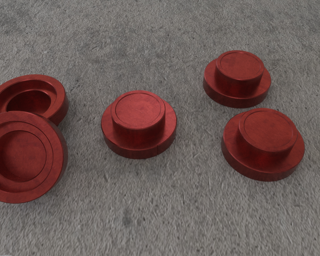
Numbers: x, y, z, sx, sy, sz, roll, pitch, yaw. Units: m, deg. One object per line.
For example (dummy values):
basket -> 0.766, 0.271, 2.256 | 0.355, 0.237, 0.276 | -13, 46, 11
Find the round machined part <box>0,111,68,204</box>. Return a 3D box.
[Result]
round machined part -> -0.152, 0.030, 0.344 | 0.099, 0.042, 0.097 | 0, 90, -4

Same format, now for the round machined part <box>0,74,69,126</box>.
round machined part -> -0.171, -0.024, 0.411 | 0.099, 0.042, 0.098 | 0, 50, 0

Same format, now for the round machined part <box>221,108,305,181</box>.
round machined part -> 0.128, 0.013, 0.382 | 0.099, 0.042, 0.098 | 0, 50, 0

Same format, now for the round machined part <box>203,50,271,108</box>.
round machined part -> 0.115, -0.078, 0.459 | 0.099, 0.042, 0.098 | 0, 50, 0

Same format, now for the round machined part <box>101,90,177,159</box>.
round machined part -> -0.027, -0.011, 0.401 | 0.099, 0.042, 0.098 | 0, 50, 0
